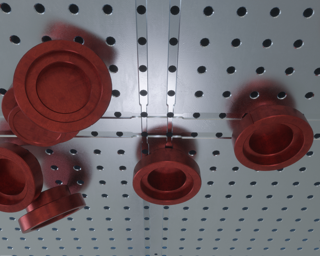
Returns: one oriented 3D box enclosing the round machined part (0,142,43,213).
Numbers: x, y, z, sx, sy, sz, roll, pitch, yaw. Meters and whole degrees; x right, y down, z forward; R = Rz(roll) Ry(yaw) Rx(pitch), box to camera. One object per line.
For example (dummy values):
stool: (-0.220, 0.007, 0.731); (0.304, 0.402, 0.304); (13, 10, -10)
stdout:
round machined part: (-0.210, 0.066, 0.438); (0.098, 0.042, 0.097); (3, 106, 10)

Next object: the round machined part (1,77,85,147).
round machined part: (-0.147, -0.015, 0.387); (0.099, 0.042, 0.097); (0, 130, 0)

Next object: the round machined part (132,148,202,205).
round machined part: (0.010, 0.068, 0.458); (0.099, 0.042, 0.097); (0, 130, 0)

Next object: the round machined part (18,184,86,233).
round machined part: (-0.169, 0.121, 0.480); (0.098, 0.042, 0.098); (-25, 168, -5)

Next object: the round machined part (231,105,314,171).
round machined part: (0.144, 0.009, 0.409); (0.099, 0.042, 0.097); (0, 130, 0)

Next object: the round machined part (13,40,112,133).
round machined part: (-0.105, -0.043, 0.340); (0.098, 0.098, 0.042); (23, 170, -19)
